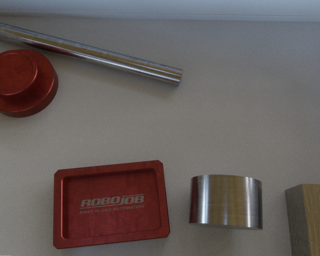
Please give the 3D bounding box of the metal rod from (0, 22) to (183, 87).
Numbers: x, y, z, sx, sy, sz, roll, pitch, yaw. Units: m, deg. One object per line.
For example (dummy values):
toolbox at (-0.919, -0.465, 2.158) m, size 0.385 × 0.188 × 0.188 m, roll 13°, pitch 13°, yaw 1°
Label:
metal rod at (-0.115, -0.110, 0.448) m, size 0.301 × 0.025 × 0.025 m, roll 15°, pitch 71°, yaw 5°

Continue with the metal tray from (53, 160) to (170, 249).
metal tray at (-0.057, 0.091, 0.372) m, size 0.131 × 0.030 × 0.090 m, roll -5°, pitch 70°, yaw -3°

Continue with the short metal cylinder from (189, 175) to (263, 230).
short metal cylinder at (0.074, 0.086, 0.350) m, size 0.080 × 0.080 × 0.050 m, roll 5°, pitch 70°, yaw 1°

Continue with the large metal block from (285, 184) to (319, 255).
large metal block at (0.199, 0.110, 0.359) m, size 0.081 × 0.050 × 0.080 m, roll 2°, pitch 70°, yaw 0°

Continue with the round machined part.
round machined part at (-0.195, -0.067, 0.423) m, size 0.099 × 0.042 × 0.098 m, roll 0°, pitch 70°, yaw -1°
